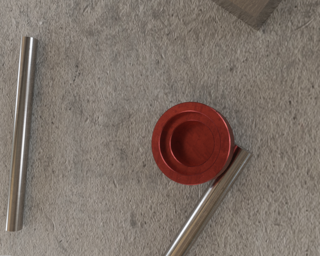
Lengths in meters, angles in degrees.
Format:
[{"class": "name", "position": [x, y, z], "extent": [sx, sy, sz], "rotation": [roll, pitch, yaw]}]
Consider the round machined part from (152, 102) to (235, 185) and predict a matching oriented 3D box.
[{"class": "round machined part", "position": [0.043, 0.019, 0.380], "extent": [0.098, 0.042, 0.097], "rotation": [-2, 85, 26]}]

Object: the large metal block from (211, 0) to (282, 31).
[{"class": "large metal block", "position": [0.106, -0.174, 0.358], "extent": [0.080, 0.050, 0.080], "rotation": [40, 102, 15]}]

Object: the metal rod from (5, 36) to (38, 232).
[{"class": "metal rod", "position": [-0.216, 0.010, 0.483], "extent": [0.025, 0.025, 0.298], "rotation": [6, 92, 19]}]

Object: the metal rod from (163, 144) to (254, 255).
[{"class": "metal rod", "position": [0.027, 0.152, 0.398], "extent": [0.025, 0.025, 0.299], "rotation": [34, 100, 16]}]
